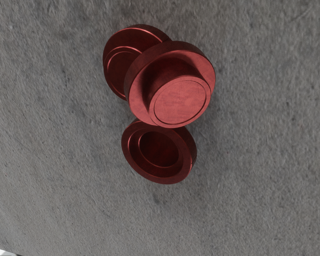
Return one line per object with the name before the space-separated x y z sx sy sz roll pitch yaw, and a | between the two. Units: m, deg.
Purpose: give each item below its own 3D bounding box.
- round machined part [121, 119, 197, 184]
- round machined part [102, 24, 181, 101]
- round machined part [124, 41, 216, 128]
round machined part | 0.002 0.023 0.407 0.098 0.042 0.097 13 125 20
round machined part | -0.027 -0.069 0.366 0.098 0.042 0.097 13 124 20
round machined part | 0.015 -0.038 0.328 0.099 0.042 0.097 -13 135 -13
